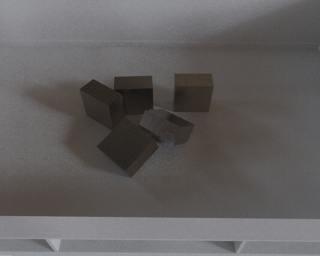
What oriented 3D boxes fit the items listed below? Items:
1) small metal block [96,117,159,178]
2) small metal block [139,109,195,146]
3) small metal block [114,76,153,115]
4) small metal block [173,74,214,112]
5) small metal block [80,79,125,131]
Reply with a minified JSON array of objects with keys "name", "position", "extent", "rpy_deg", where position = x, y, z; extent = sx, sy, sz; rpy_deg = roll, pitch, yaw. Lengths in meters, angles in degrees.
[{"name":"small metal block","position":[-0.039,0.023,0.377],"extent":[0.050,0.025,0.050],"rpy_deg":[36,74,26]},{"name":"small metal block","position":[0.009,-0.002,0.390],"extent":[0.050,0.025,0.050],"rpy_deg":[27,15,20]},{"name":"small metal block","position":[-0.035,-0.044,0.425],"extent":[0.050,0.050,0.025],"rpy_deg":[-2,50,-3]},{"name":"small metal block","position":[0.045,-0.048,0.430],"extent":[0.050,0.050,0.025],"rpy_deg":[0,50,0]},{"name":"small metal block","position":[-0.075,-0.030,0.413],"extent":[0.050,0.050,0.025],"rpy_deg":[29,56,22]}]
